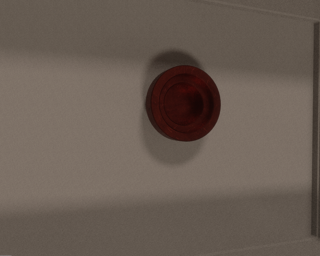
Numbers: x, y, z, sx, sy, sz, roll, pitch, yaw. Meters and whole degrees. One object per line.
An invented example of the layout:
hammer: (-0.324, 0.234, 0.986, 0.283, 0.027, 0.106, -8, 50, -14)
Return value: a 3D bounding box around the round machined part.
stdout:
round machined part: (0.028, -0.032, 0.413, 0.099, 0.042, 0.097, 0, 90, -21)
